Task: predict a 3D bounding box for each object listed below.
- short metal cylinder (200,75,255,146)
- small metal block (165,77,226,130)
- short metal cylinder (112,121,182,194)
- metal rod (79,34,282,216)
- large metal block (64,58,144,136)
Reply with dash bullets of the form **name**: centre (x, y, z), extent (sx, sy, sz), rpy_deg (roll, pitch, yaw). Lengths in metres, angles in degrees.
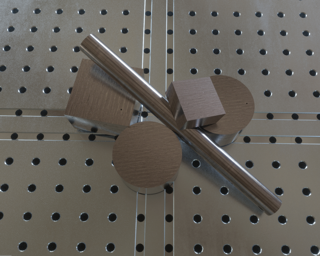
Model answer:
- **short metal cylinder**: centre (0.076, -0.021, 0.403), extent (0.081, 0.050, 0.080), rpy_deg (0, 70, 0)
- **small metal block**: centre (0.040, -0.029, 0.358), extent (0.050, 0.025, 0.050), rpy_deg (-11, 69, -23)
- **short metal cylinder**: centre (-0.015, 0.038, 0.381), extent (0.081, 0.050, 0.080), rpy_deg (0, 70, 0)
- **metal rod**: centre (0.025, -0.003, 0.372), extent (0.300, 0.025, 0.025), rpy_deg (41, 75, -1)
- **large metal block**: centre (-0.068, -0.037, 0.406), extent (0.080, 0.050, 0.080), rpy_deg (10, 70, 3)
